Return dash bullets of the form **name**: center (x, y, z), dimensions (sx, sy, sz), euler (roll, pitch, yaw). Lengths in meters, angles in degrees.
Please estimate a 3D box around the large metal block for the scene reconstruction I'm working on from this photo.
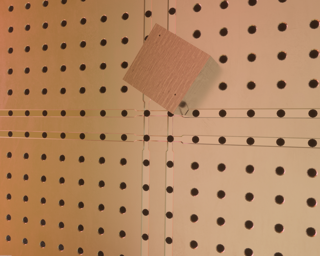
- **large metal block**: center (0.014, -0.072, 0.395), dimensions (0.080, 0.050, 0.080), euler (36, 101, 16)
